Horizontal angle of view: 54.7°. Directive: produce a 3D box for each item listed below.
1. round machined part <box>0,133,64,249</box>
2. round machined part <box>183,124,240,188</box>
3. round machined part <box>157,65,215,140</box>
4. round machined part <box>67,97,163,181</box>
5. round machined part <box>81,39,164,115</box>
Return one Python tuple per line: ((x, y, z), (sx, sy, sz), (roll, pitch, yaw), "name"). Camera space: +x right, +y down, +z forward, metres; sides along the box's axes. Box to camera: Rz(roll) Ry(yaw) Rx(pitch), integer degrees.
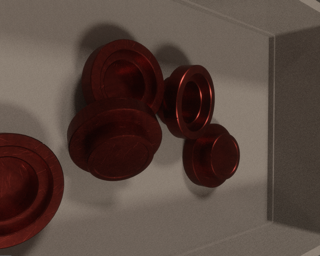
((-0.142, 0.053, 0.278), (0.099, 0.042, 0.097), (0, 90, -40), "round machined part")
((0.084, 0.042, 0.469), (0.099, 0.042, 0.097), (0, 90, -40), "round machined part")
((0.032, -0.035, 0.414), (0.099, 0.042, 0.097), (-14, 107, -52), "round machined part")
((-0.044, 0.018, 0.324), (0.099, 0.042, 0.097), (-12, 135, -12), "round machined part")
((-0.046, -0.049, 0.359), (0.099, 0.042, 0.097), (0, 90, -40), "round machined part")
